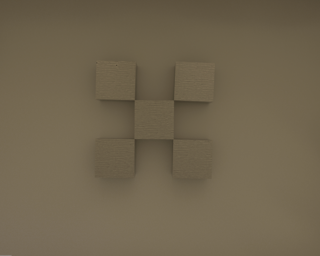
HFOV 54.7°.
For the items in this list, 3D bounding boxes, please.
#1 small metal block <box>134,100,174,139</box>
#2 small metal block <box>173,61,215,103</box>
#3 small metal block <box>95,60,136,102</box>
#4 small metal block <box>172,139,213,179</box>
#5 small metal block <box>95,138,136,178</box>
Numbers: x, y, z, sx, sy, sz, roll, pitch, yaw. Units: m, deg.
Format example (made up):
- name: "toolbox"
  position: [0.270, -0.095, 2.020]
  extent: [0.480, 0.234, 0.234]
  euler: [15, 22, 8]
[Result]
- name: "small metal block"
  position: [-0.007, -0.011, 0.409]
  extent: [0.050, 0.025, 0.050]
  euler: [1, 90, 0]
- name: "small metal block"
  position: [0.044, -0.059, 0.409]
  extent: [0.050, 0.025, 0.050]
  euler: [2, 90, 0]
- name: "small metal block"
  position: [-0.057, -0.061, 0.409]
  extent: [0.050, 0.025, 0.050]
  euler: [2, 90, 0]
- name: "small metal block"
  position: [0.042, 0.040, 0.409]
  extent: [0.050, 0.025, 0.050]
  euler: [1, 90, 0]
- name: "small metal block"
  position: [-0.058, 0.039, 0.409]
  extent: [0.050, 0.025, 0.050]
  euler: [1, 90, 0]
